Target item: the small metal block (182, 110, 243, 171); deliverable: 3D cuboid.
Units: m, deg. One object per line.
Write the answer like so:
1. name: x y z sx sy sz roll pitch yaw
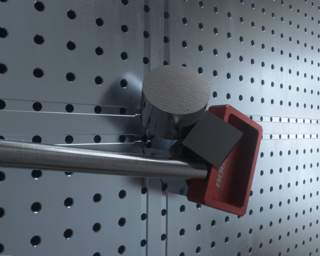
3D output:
1. small metal block: 0.062 0.015 0.369 0.050 0.050 0.025 -53 163 -7

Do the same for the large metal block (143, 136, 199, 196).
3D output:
1. large metal block: 0.036 0.035 0.424 0.080 0.050 0.080 -43 116 -32

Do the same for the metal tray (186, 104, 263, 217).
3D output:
1. metal tray: 0.090 0.044 0.415 0.090 0.030 0.130 26 73 -37

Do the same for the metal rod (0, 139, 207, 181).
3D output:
1. metal rod: -0.081 0.031 0.304 0.302 0.025 0.025 9 84 -29

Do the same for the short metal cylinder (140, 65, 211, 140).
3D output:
1. short metal cylinder: 0.017 -0.032 0.381 0.080 0.080 0.050 -42 159 -32
